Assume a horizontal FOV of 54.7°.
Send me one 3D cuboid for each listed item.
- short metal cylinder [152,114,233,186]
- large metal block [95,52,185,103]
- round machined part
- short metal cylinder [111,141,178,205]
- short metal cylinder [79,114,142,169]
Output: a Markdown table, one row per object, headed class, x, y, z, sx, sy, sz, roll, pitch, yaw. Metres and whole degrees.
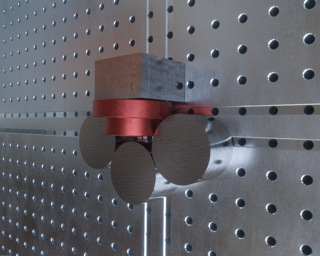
| class | x | y | z | sx | sy | sz | roll | pitch | yaw |
| --- | --- | --- | --- | --- | --- | --- | --- | --- | --- |
| short metal cylinder | 0.037 | 0.024 | 0.363 | 0.080 | 0.050 | 0.079 | 0 | 90 | 40 |
| large metal block | -0.025 | -0.059 | 0.394 | 0.080 | 0.081 | 0.050 | 1 | 91 | 40 |
| round machined part | -0.034 | -0.012 | 0.388 | 0.098 | 0.099 | 0.042 | 3 | 91 | 40 |
| short metal cylinder | -0.019 | 0.057 | 0.410 | 0.080 | 0.050 | 0.079 | 0 | 90 | 40 |
| short metal cylinder | -0.073 | 0.018 | 0.454 | 0.080 | 0.050 | 0.079 | 0 | 90 | 40 |
